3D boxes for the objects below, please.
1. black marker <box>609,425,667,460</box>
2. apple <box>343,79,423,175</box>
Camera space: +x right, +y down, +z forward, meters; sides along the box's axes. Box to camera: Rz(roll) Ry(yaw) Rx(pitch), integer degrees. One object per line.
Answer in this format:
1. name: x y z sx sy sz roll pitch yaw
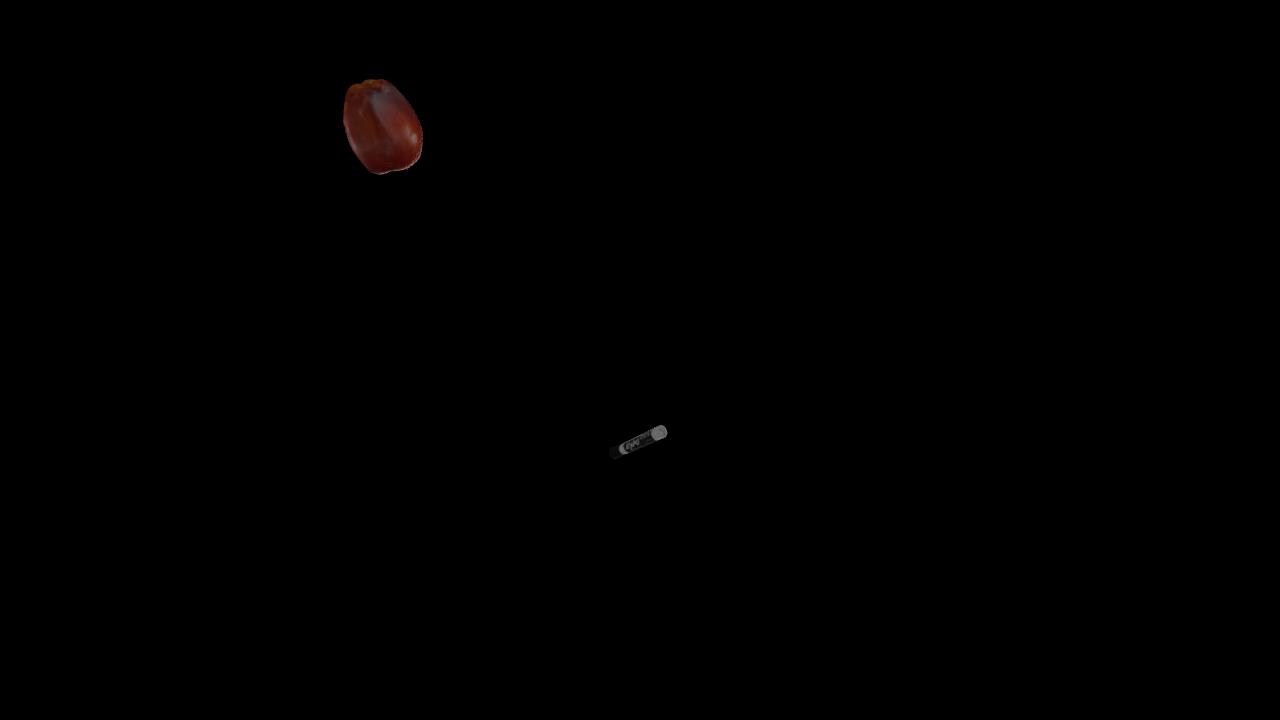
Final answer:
1. black marker: -0.006 0.122 0.897 0.020 0.020 0.121 0 -22 -42
2. apple: -0.265 -0.240 0.639 0.079 0.093 0.079 -7 42 7
